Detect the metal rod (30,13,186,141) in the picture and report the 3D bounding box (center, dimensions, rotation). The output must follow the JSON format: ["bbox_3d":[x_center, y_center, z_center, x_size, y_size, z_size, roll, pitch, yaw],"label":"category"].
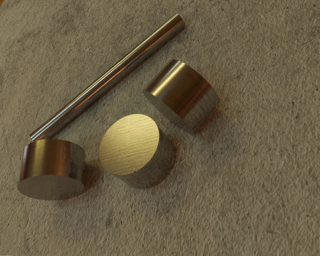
[{"bbox_3d":[-0.083,-0.077,0.494,0.300,0.025,0.025,-40,51,1],"label":"metal rod"}]

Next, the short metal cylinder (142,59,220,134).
[{"bbox_3d":[0.025,-0.037,0.378,0.050,0.080,0.080,-49,51,-6],"label":"short metal cylinder"}]

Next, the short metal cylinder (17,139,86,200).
[{"bbox_3d":[-0.140,0.057,0.407,0.080,0.080,0.050,-19,55,17],"label":"short metal cylinder"}]

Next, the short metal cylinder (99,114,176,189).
[{"bbox_3d":[-0.027,0.030,0.384,0.080,0.050,0.080,-13,56,21],"label":"short metal cylinder"}]
